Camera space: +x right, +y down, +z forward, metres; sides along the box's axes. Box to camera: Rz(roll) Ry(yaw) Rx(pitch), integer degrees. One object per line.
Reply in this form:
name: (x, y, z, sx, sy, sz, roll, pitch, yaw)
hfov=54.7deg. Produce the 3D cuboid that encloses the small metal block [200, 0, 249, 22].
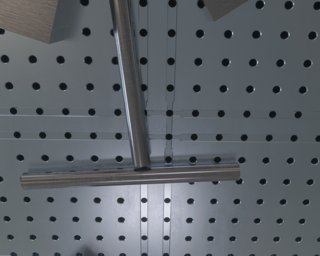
small metal block: (0.071, -0.159, 0.355, 0.050, 0.025, 0.050, -30, 108, 10)

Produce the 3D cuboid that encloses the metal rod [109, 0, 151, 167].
metal rod: (-0.040, -0.091, 0.379, 0.025, 0.025, 0.298, -5, 110, 2)

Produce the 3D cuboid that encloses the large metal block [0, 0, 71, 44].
large metal block: (-0.147, -0.147, 0.344, 0.080, 0.050, 0.079, 17, 109, -7)

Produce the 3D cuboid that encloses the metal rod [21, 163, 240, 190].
metal rod: (-0.041, 0.068, 0.437, 0.302, 0.025, 0.025, -3, 110, 0)
